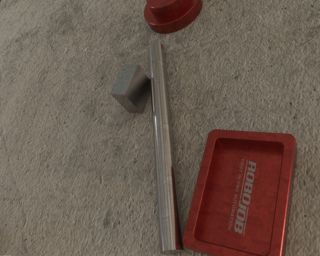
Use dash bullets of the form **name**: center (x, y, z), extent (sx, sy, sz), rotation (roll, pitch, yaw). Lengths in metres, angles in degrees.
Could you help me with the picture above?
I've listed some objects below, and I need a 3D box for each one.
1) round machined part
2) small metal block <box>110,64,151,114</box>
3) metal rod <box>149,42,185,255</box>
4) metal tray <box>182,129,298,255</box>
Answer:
- **round machined part**: center (0.017, -0.207, 0.510), extent (0.098, 0.042, 0.098), rotation (-13, 56, 20)
- **small metal block**: center (-0.038, -0.055, 0.440), extent (0.025, 0.050, 0.050), rotation (8, 66, 31)
- **metal rod**: center (0.004, 0.002, 0.399), extent (0.025, 0.025, 0.299), rotation (-17, 55, 18)
- **metal tray**: center (0.083, 0.067, 0.315), extent (0.090, 0.030, 0.130), rotation (4, 63, 29)
